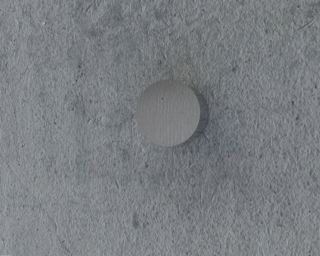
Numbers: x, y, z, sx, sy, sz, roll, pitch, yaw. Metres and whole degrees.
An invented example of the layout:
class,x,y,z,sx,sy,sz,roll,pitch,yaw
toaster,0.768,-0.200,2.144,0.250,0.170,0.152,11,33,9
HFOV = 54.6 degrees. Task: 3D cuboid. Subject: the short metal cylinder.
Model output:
class,x,y,z,sx,sy,sz,roll,pitch,yaw
short metal cylinder,0.017,-0.018,0.390,0.080,0.050,0.080,0,90,20
